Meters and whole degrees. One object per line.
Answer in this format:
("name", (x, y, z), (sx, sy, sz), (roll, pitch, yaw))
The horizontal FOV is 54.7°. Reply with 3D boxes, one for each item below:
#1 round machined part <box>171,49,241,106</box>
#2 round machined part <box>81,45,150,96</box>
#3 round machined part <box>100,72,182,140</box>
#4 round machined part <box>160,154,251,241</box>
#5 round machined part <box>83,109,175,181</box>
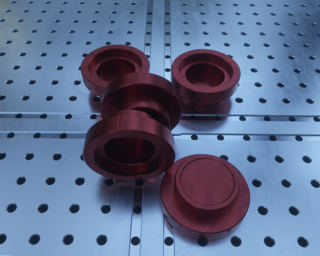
("round machined part", (0.065, -0.070, 0.456), (0.099, 0.042, 0.098), (0, 50, 0))
("round machined part", (-0.065, -0.078, 0.462), (0.099, 0.042, 0.098), (0, 50, 0))
("round machined part", (-0.022, -0.016, 0.373), (0.099, 0.097, 0.042), (-1, 49, -1))
("round machined part", (0.050, 0.068, 0.340), (0.099, 0.042, 0.098), (0, 50, 0))
("round machined part", (-0.033, 0.017, 0.346), (0.099, 0.097, 0.042), (-1, 51, -1))
